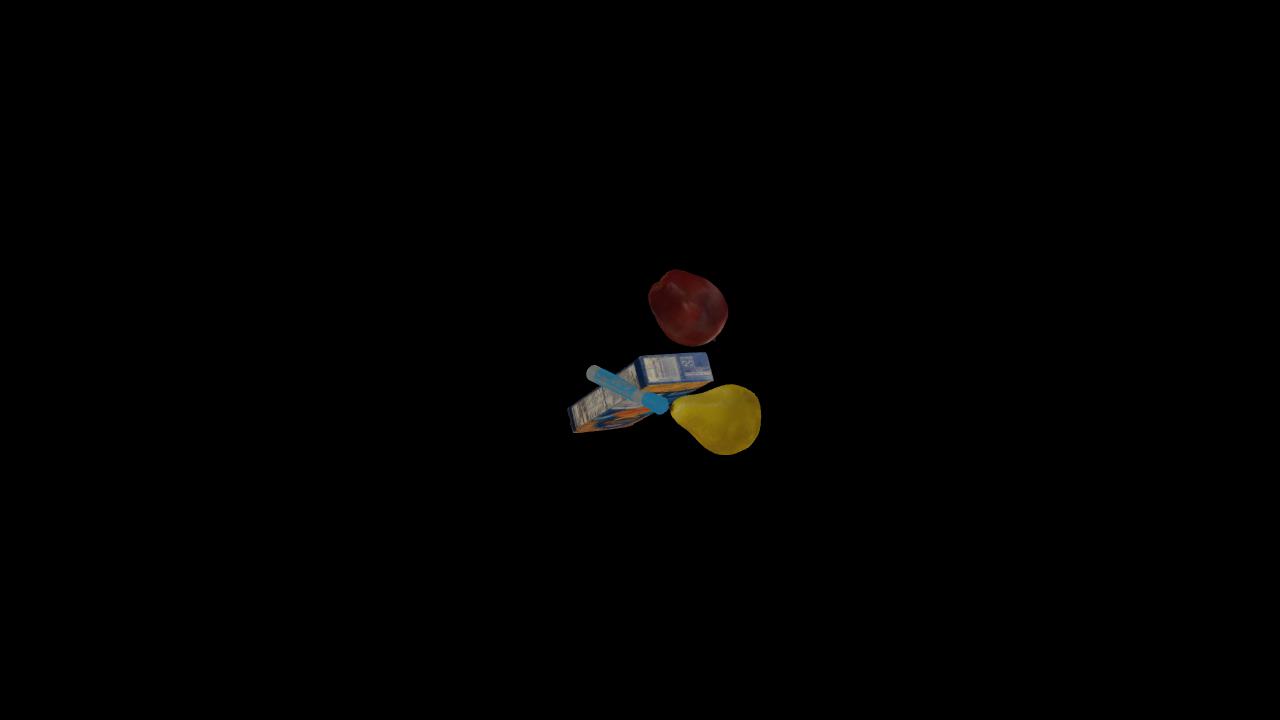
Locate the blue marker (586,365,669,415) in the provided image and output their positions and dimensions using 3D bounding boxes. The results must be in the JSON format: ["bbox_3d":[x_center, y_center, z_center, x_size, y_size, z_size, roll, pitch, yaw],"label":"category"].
[{"bbox_3d":[-0.014,0.031,0.664,0.020,0.020,0.121,0,16,-44],"label":"blue marker"}]

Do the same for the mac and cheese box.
[{"bbox_3d":[-0.005,0.042,0.731,0.093,0.041,0.184,-5,-18,-34],"label":"mac and cheese box"}]

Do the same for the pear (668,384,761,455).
[{"bbox_3d":[0.069,0.061,0.650,0.111,0.080,0.080,6,-1,-6],"label":"pear"}]

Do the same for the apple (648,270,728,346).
[{"bbox_3d":[0.054,-0.057,0.688,0.093,0.079,0.079,44,-10,-10],"label":"apple"}]
